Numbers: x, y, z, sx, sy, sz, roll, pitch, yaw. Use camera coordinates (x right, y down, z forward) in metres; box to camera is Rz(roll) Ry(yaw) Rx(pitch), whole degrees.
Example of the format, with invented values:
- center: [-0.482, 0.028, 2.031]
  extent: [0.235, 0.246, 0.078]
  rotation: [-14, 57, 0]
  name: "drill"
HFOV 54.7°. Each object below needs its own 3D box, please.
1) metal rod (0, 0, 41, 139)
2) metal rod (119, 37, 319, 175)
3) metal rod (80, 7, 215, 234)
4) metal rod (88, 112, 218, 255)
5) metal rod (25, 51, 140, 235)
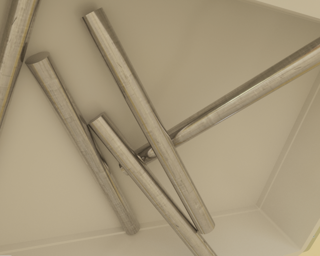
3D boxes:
- center: [-0.164, -0.020, 0.306]
  extent: [0.025, 0.025, 0.298]
  rotation: [13, 112, -34]
  name: "metal rod"
- center: [0.070, -0.020, 0.361]
  extent: [0.300, 0.025, 0.025]
  rotation: [-32, 134, 23]
  name: "metal rod"
- center: [-0.003, 0.010, 0.359]
  extent: [0.025, 0.025, 0.299]
  rotation: [-31, 112, -9]
  name: "metal rod"
- center: [0.011, 0.104, 0.404]
  extent: [0.025, 0.025, 0.299]
  rotation: [-37, 106, -4]
  name: "metal rod"
- center: [-0.081, 0.044, 0.392]
  extent: [0.025, 0.025, 0.299]
  rotation: [-28, 128, -11]
  name: "metal rod"
